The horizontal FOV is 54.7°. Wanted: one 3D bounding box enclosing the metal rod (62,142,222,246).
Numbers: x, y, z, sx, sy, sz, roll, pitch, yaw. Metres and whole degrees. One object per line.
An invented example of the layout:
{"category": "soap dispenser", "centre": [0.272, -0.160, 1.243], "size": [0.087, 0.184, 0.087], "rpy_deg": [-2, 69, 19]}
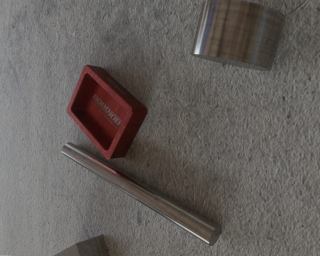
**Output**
{"category": "metal rod", "centre": [-0.048, 0.080, 0.444], "size": [0.300, 0.025, 0.025], "rpy_deg": [21, 104, 38]}

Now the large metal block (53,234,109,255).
{"category": "large metal block", "centre": [-0.120, 0.225, 0.488], "size": [0.080, 0.050, 0.080], "rpy_deg": [-36, 68, 34]}

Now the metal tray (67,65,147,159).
{"category": "metal tray", "centre": [-0.085, -0.026, 0.471], "size": [0.130, 0.030, 0.089], "rpy_deg": [43, 116, 31]}

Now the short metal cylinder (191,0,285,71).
{"category": "short metal cylinder", "centre": [0.076, -0.090, 0.307], "size": [0.080, 0.081, 0.050], "rpy_deg": [20, 103, 38]}
